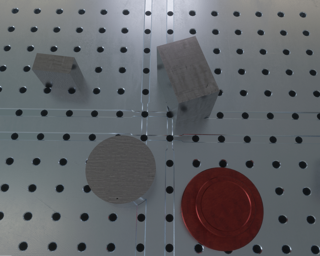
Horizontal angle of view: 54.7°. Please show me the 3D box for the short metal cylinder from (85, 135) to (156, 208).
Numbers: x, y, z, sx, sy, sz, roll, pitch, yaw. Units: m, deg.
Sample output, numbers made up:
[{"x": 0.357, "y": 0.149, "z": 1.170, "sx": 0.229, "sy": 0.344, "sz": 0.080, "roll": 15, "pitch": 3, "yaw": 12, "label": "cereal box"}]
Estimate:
[{"x": -0.045, "y": 0.055, "z": 0.378, "sx": 0.081, "sy": 0.050, "sz": 0.080, "roll": 0, "pitch": 70, "yaw": 0, "label": "short metal cylinder"}]

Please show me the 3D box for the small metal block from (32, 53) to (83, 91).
[{"x": -0.138, "y": -0.076, "z": 0.425, "sx": 0.050, "sy": 0.050, "sz": 0.025, "roll": 7, "pitch": 70, "yaw": 2, "label": "small metal block"}]

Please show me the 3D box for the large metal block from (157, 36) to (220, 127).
[{"x": 0.032, "y": -0.057, "z": 0.404, "sx": 0.050, "sy": 0.080, "sz": 0.080, "roll": -17, "pitch": 71, "yaw": -6, "label": "large metal block"}]

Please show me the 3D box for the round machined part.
[{"x": 0.074, "y": 0.094, "z": 0.369, "sx": 0.099, "sy": 0.042, "sz": 0.098, "roll": 0, "pitch": 70, "yaw": 0, "label": "round machined part"}]
